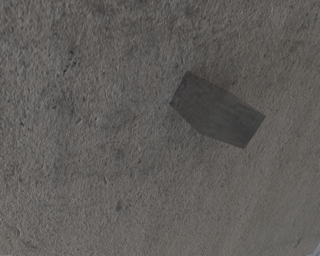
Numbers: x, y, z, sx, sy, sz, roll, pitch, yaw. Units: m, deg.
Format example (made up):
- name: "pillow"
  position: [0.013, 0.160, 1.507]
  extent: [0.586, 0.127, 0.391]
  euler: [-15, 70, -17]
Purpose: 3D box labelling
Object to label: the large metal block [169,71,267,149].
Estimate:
- name: "large metal block"
  position: [0.071, -0.023, 0.395]
  extent: [0.080, 0.080, 0.050]
  euler: [18, 109, -35]
